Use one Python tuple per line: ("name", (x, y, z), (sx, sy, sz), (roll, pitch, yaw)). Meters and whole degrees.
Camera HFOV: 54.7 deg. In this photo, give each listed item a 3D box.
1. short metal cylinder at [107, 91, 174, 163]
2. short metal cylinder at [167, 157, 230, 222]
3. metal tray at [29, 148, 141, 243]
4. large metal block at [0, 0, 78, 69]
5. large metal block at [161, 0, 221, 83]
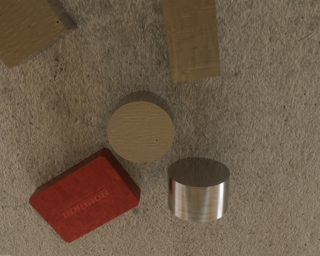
("short metal cylinder", (-0.023, -0.002, 0.395), (0.081, 0.050, 0.079), (0, 110, 0))
("short metal cylinder", (0.050, 0.079, 0.410), (0.080, 0.080, 0.050), (-1, 110, 0))
("metal tray", (-0.105, 0.098, 0.442), (0.130, 0.030, 0.090), (-31, 108, 10))
("large metal block", (-0.155, -0.125, 0.349), (0.080, 0.050, 0.080), (-30, 108, 10))
("large metal block", (0.032, -0.101, 0.344), (0.050, 0.080, 0.079), (-8, 110, 3))
